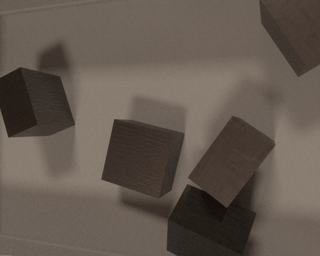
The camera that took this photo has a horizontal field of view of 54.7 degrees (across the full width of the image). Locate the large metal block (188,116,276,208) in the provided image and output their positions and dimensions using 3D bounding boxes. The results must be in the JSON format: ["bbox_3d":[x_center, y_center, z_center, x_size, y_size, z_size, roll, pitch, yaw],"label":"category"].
[{"bbox_3d":[0.084,0.034,0.351,0.050,0.080,0.080,37,102,16],"label":"large metal block"}]

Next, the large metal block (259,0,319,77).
[{"bbox_3d":[0.151,-0.107,0.328,0.050,0.080,0.080,-33,80,17],"label":"large metal block"}]

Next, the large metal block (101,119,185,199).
[{"bbox_3d":[-0.021,0.037,0.404,0.080,0.050,0.079,14,95,19],"label":"large metal block"}]

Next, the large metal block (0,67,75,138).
[{"bbox_3d":[-0.177,-0.033,0.442,0.050,0.080,0.080,-21,83,18],"label":"large metal block"}]

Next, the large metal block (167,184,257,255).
[{"bbox_3d":[0.056,0.121,0.355,0.080,0.050,0.080,20,140,18],"label":"large metal block"}]
